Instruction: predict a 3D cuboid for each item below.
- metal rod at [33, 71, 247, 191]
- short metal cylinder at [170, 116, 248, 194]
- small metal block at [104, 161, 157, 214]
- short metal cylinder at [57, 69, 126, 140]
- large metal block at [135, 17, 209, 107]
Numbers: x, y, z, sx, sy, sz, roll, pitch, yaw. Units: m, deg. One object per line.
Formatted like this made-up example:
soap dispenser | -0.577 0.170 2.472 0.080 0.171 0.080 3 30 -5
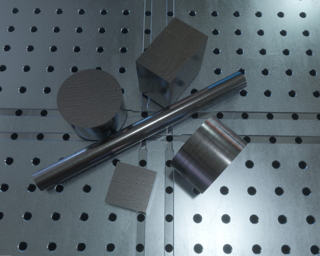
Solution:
metal rod | -0.018 0.000 0.408 0.302 0.025 0.025 -27 73 -10
short metal cylinder | 0.058 0.032 0.368 0.050 0.080 0.080 42 75 13
small metal block | -0.034 0.074 0.381 0.050 0.025 0.050 14 71 5
short metal cylinder | -0.087 -0.029 0.404 0.081 0.050 0.080 0 70 0
large metal block | 0.015 -0.082 0.409 0.050 0.080 0.080 35 74 11
